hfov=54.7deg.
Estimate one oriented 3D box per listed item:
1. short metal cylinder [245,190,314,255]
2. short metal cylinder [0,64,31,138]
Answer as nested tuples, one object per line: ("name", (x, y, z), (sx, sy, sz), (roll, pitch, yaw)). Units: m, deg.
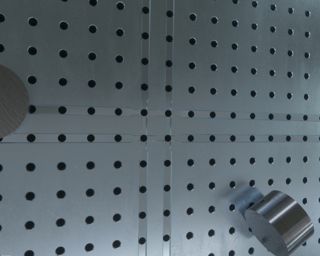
("short metal cylinder", (0.170, 0.138, 0.446), (0.050, 0.080, 0.080), (-31, 100, -17))
("short metal cylinder", (-0.183, -0.027, 0.332), (0.081, 0.050, 0.079), (0, 90, -20))
